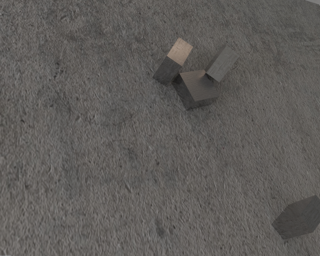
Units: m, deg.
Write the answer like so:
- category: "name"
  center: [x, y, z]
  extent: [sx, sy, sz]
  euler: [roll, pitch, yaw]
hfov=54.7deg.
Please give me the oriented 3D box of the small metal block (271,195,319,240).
- category: "small metal block"
  center: [0.187, 0.120, 0.415]
  extent: [0.050, 0.050, 0.025]
  euler: [-28, 77, -37]

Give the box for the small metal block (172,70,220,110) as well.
- category: "small metal block"
  center: [0.054, -0.058, 0.468]
  extent: [0.050, 0.025, 0.050]
  euler: [-15, 69, -34]

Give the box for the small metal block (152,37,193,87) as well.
- category: "small metal block"
  center: [0.019, -0.097, 0.456]
  extent: [0.025, 0.050, 0.050]
  euler: [33, 51, -7]

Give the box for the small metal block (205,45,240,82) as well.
- category: "small metal block"
  center: [0.097, -0.103, 0.490]
  extent: [0.025, 0.050, 0.050]
  euler: [35, 16, -6]
